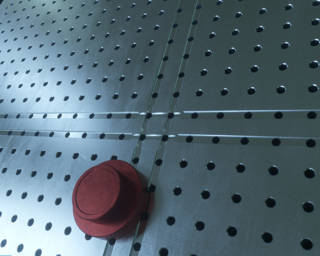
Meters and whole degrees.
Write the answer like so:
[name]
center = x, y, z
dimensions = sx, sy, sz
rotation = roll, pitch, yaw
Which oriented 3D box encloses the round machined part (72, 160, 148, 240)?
[round machined part]
center = -0.067, 0.083, 0.380
dimensions = 0.098, 0.042, 0.098
rotation = -13, 56, 20
